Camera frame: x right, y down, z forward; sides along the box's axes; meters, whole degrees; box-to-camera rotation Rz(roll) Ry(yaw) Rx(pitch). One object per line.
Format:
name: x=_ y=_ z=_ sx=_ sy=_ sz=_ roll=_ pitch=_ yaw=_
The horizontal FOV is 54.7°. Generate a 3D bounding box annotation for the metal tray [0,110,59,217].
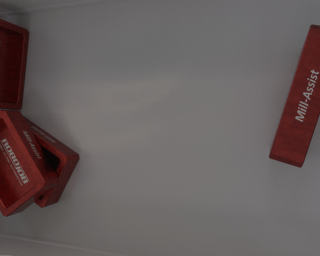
metal tray: x=-0.216 y=0.049 z=0.451 sx=0.090 sy=0.030 sz=0.130 roll=-37 pitch=78 yaw=16

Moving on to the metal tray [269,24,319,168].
metal tray: x=0.149 y=-0.029 z=0.323 sx=0.030 sy=0.090 sz=0.129 roll=18 pitch=96 yaw=19

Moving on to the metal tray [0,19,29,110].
metal tray: x=-0.246 y=-0.095 z=0.462 sx=0.030 sy=0.090 sz=0.129 roll=8 pitch=93 yaw=20

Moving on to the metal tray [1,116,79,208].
metal tray: x=-0.198 y=0.049 z=0.477 sx=0.130 sy=0.030 sz=0.090 roll=31 pitch=100 yaw=17
